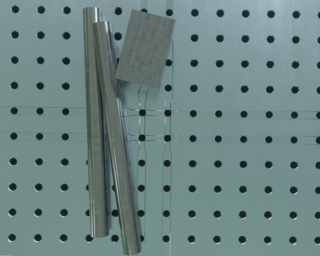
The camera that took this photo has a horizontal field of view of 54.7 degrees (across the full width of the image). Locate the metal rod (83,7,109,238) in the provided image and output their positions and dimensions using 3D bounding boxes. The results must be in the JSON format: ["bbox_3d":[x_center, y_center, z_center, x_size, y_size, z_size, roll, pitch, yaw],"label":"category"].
[{"bbox_3d":[-0.085,-0.007,0.412,0.025,0.025,0.298,-2,90,-1],"label":"metal rod"}]

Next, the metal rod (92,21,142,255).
[{"bbox_3d":[-0.055,0.016,0.402,0.025,0.025,0.298,-7,94,0],"label":"metal rod"}]

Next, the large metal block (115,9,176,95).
[{"bbox_3d":[-0.017,-0.089,0.386,0.050,0.080,0.080,14,90,-1],"label":"large metal block"}]
